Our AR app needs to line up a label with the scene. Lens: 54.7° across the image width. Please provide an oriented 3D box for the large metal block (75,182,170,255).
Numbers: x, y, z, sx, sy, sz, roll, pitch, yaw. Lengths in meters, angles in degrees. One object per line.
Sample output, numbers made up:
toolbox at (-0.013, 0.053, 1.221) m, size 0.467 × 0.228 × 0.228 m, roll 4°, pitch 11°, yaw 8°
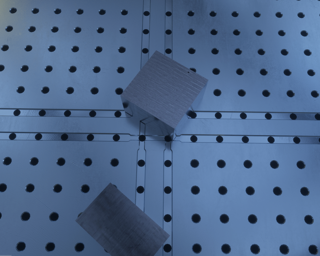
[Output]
large metal block at (-0.037, 0.112, 0.341) m, size 0.080 × 0.080 × 0.050 m, roll 39°, pitch 75°, yaw 12°

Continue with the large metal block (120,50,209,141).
large metal block at (0.006, -0.043, 0.414) m, size 0.080 × 0.050 × 0.080 m, roll 32°, pitch 73°, yaw 10°
